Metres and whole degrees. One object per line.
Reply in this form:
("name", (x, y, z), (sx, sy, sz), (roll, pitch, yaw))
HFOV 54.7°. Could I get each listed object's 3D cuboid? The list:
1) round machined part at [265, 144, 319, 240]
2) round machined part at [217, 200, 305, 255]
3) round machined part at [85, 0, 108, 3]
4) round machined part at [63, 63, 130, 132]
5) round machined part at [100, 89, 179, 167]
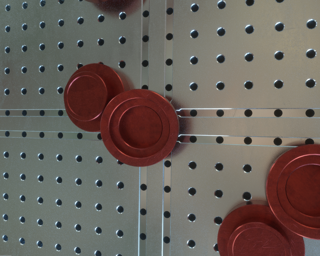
("round machined part", (0.166, 0.068, 0.340), (0.098, 0.042, 0.097), (-2, 82, 13))
("round machined part", (0.116, 0.138, 0.362), (0.098, 0.042, 0.097), (0, 90, 19))
("round machined part", (-0.083, -0.223, 0.432), (0.098, 0.042, 0.097), (0, 90, 19))
("round machined part", (-0.095, -0.043, 0.436), (0.098, 0.042, 0.097), (0, 90, 19))
("round machined part", (-0.024, -0.002, 0.403), (0.099, 0.042, 0.097), (1, 97, 6))
